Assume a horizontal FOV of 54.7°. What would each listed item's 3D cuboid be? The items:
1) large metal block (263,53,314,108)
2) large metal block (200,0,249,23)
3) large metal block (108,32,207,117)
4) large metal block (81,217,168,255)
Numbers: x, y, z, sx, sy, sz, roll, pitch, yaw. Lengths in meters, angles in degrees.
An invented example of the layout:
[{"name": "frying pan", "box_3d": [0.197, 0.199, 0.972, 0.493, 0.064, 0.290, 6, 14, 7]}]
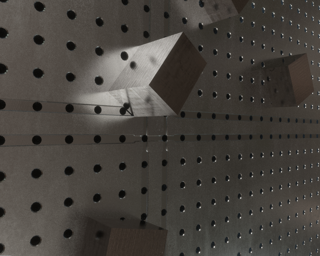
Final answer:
[{"name": "large metal block", "box_3d": [0.255, -0.094, 0.611, 0.081, 0.050, 0.080, -32, 110, -36]}, {"name": "large metal block", "box_3d": [0.100, -0.226, 0.479, 0.080, 0.050, 0.080, 51, 60, -28]}, {"name": "large metal block", "box_3d": [-0.003, -0.061, 0.372, 0.050, 0.080, 0.080, 45, 63, -31]}, {"name": "large metal block", "box_3d": [-0.044, 0.151, 0.358, 0.080, 0.050, 0.080, 18, 79, -39]}]
